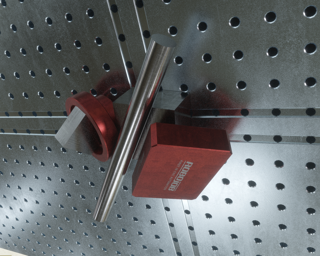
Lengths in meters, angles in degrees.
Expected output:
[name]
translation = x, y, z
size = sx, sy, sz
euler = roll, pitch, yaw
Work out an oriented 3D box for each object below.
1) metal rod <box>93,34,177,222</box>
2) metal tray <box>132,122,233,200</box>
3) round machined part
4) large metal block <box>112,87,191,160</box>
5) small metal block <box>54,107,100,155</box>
[metal rod]
translation = -0.043, 0.025, 0.383
size = 0.025, 0.025, 0.298
euler = 30, 128, 8
[metal tray]
translation = 0.020, 0.047, 0.382
size = 0.091, 0.030, 0.129
euler = 6, 143, -13
[round machined part]
translation = -0.083, -0.006, 0.421
size = 0.098, 0.042, 0.097
euler = 37, 145, 32
[large metal block]
translation = -0.007, -0.003, 0.395
size = 0.080, 0.050, 0.079
euler = 9, 122, 23
[small metal block]
translation = -0.102, 0.004, 0.413
size = 0.025, 0.050, 0.050
euler = 38, 95, 35
